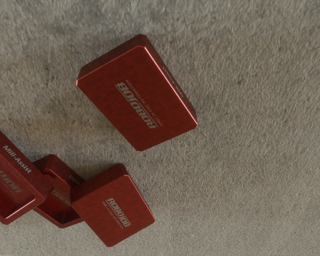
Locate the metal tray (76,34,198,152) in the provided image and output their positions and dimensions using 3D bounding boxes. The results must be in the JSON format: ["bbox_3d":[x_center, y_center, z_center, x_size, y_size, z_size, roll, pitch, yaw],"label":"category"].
[{"bbox_3d":[-0.023,-0.035,0.374,0.090,0.030,0.130,-25,126,19],"label":"metal tray"}]

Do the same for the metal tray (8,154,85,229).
[{"bbox_3d":[-0.162,0.105,0.490,0.090,0.030,0.130,-24,127,18],"label":"metal tray"}]

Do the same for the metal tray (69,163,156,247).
[{"bbox_3d":[-0.071,0.125,0.488,0.090,0.030,0.129,-28,128,-6],"label":"metal tray"}]

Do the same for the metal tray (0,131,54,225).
[{"bbox_3d":[-0.224,0.064,0.426,0.090,0.030,0.130,-33,105,21],"label":"metal tray"}]
